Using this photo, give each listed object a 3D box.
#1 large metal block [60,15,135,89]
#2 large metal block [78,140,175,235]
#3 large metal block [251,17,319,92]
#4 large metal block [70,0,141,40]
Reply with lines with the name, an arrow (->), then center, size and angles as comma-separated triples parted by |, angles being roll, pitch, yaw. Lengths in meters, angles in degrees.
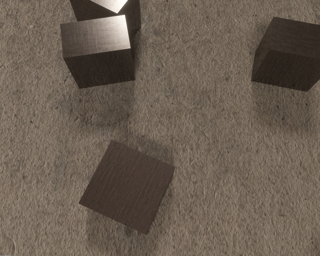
large metal block -> -0.079, -0.099, 0.414 | 0.081, 0.080, 0.050 | -10, 71, -4
large metal block -> -0.036, 0.072, 0.368 | 0.080, 0.050, 0.080 | 23, 71, 7
large metal block -> 0.177, -0.096, 0.416 | 0.080, 0.080, 0.050 | 12, 71, 4
large metal block -> -0.076, -0.169, 0.440 | 0.080, 0.080, 0.050 | 29, 73, 9
